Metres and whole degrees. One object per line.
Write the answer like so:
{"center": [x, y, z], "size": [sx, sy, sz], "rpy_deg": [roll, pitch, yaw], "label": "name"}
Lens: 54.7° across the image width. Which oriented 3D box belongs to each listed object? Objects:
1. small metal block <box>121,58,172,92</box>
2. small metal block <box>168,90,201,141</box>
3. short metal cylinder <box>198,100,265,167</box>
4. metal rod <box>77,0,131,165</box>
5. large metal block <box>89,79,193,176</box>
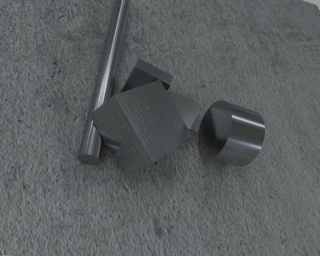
{"center": [-0.019, -0.056, 0.410], "size": [0.050, 0.050, 0.025], "rpy_deg": [26, 37, -13], "label": "small metal block"}
{"center": [0.027, -0.017, 0.431], "size": [0.050, 0.025, 0.050], "rpy_deg": [22, 53, -16], "label": "small metal block"}
{"center": [0.093, 0.008, 0.416], "size": [0.050, 0.080, 0.080], "rpy_deg": [16, 56, -20], "label": "short metal cylinder"}
{"center": [-0.068, -0.090, 0.423], "size": [0.025, 0.025, 0.300], "rpy_deg": [17, 55, -19], "label": "metal rod"}
{"center": [-0.020, -0.002, 0.362], "size": [0.081, 0.050, 0.080], "rpy_deg": [-29, 89, -49], "label": "large metal block"}
